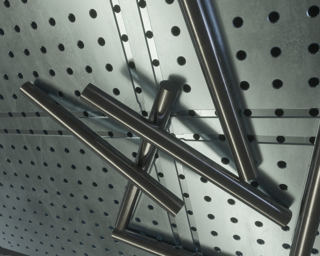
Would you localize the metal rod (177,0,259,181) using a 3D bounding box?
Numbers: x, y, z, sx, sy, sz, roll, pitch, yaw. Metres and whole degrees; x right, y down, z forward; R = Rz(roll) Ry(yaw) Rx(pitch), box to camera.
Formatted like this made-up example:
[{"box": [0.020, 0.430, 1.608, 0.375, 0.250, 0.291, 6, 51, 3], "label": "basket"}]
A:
[{"box": [0.056, -0.071, 0.338, 0.025, 0.025, 0.299, -10, 114, 32], "label": "metal rod"}]

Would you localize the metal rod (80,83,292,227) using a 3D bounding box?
[{"box": [0.035, 0.035, 0.390, 0.301, 0.025, 0.025, 33, 129, -3], "label": "metal rod"}]

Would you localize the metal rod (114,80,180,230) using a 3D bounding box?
[{"box": [-0.029, 0.061, 0.464, 0.025, 0.025, 0.298, 28, 128, 10], "label": "metal rod"}]

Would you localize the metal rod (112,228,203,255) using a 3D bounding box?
[{"box": [0.054, 0.222, 0.520, 0.301, 0.025, 0.025, 12, 123, 21], "label": "metal rod"}]

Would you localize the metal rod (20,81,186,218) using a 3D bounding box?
[{"box": [-0.091, 0.024, 0.451, 0.300, 0.025, 0.025, 36, 129, 13], "label": "metal rod"}]

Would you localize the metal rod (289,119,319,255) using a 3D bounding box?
[{"box": [0.179, 0.046, 0.345, 0.025, 0.025, 0.298, 10, 123, 23], "label": "metal rod"}]
